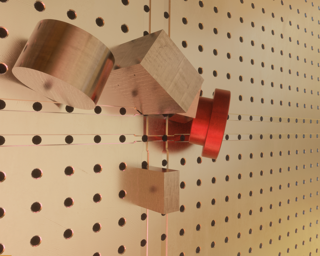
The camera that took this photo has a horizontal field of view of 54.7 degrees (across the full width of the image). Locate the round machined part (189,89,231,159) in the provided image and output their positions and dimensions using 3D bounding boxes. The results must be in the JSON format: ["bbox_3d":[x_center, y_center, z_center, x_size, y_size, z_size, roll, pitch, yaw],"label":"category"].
[{"bbox_3d":[0.067,-0.008,0.435,0.098,0.042,0.097,10,92,-83],"label":"round machined part"}]

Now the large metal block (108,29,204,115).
[{"bbox_3d":[-0.009,-0.061,0.367,0.080,0.080,0.050,44,64,-32],"label":"large metal block"}]

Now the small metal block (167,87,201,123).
[{"bbox_3d":[0.033,-0.036,0.419,0.025,0.050,0.050,14,80,-10],"label":"small metal block"}]

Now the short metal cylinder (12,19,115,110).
[{"bbox_3d":[-0.091,-0.058,0.298,0.080,0.080,0.050,31,70,-36],"label":"short metal cylinder"}]

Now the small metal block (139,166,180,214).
[{"bbox_3d":[-0.002,0.077,0.394,0.025,0.050,0.050,0,90,-40],"label":"small metal block"}]
